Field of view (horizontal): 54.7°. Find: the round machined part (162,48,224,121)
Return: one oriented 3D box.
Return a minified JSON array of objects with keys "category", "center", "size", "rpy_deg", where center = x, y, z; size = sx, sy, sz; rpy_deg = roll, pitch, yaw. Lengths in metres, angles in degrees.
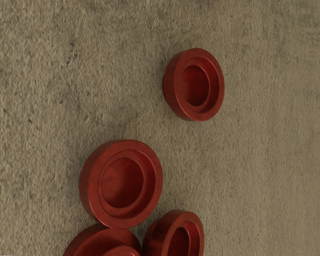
[{"category":"round machined part","center":[0.042,-0.058,0.428],"size":[0.099,0.042,0.097],"rpy_deg":[0,90,-40]}]

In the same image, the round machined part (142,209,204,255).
[{"category":"round machined part","center":[0.014,0.154,0.397],"size":[0.099,0.042,0.097],"rpy_deg":[0,90,-52]}]

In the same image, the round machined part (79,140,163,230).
[{"category":"round machined part","center":[-0.047,0.061,0.354],"size":[0.099,0.042,0.097],"rpy_deg":[0,90,-40]}]

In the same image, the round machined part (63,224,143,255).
[{"category":"round machined part","center":[-0.058,0.160,0.345],"size":[0.099,0.042,0.097],"rpy_deg":[0,90,-40]}]
